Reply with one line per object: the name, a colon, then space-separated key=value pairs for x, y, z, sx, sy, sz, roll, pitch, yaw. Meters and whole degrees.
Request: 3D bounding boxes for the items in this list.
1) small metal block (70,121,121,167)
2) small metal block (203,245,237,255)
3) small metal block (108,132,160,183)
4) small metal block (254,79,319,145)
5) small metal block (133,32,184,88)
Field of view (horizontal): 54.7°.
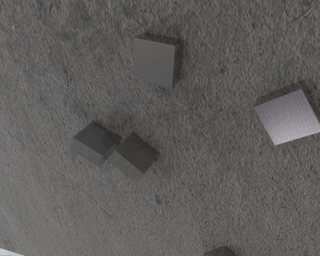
small metal block: x=-0.093 y=0.022 z=0.454 sx=0.050 sy=0.050 sz=0.025 roll=30 pitch=128 yaw=9
small metal block: x=0.100 y=0.219 z=0.489 sx=0.050 sy=0.025 sz=0.050 roll=46 pitch=129 yaw=-5
small metal block: x=-0.036 y=0.041 z=0.435 sx=0.050 sy=0.050 sz=0.025 roll=39 pitch=129 yaw=1
small metal block: x=0.136 y=-0.015 z=0.326 sx=0.050 sy=0.025 sz=0.050 roll=-23 pitch=106 yaw=36
small metal block: x=-0.003 y=-0.079 z=0.359 sx=0.050 sy=0.025 sz=0.050 roll=16 pitch=125 yaw=19
